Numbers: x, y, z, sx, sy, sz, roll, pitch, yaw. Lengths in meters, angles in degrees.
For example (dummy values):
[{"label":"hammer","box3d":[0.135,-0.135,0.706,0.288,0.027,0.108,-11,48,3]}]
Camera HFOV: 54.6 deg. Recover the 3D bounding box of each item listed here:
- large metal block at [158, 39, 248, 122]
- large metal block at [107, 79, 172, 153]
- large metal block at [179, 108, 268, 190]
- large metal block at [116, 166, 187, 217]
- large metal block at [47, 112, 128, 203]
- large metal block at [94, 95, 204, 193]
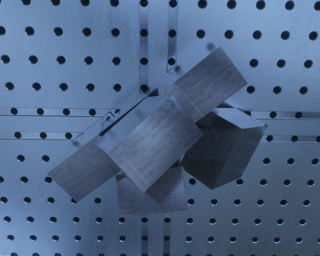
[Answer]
[{"label":"large metal block","box3d":[0.045,-0.055,0.364,0.080,0.080,0.050,-37,106,12]},{"label":"large metal block","box3d":[-0.009,-0.003,0.400,0.080,0.050,0.080,-37,106,12]},{"label":"large metal block","box3d":[0.080,0.022,0.385,0.050,0.081,0.080,34,113,32]},{"label":"large metal block","box3d":[-0.007,0.087,0.408,0.080,0.080,0.050,-8,74,3]},{"label":"large metal block","box3d":[-0.084,0.034,0.395,0.080,0.080,0.050,-36,106,12]},{"label":"large metal block","box3d":[-0.015,0.012,0.321,0.080,0.080,0.050,-43,106,-12]}]
